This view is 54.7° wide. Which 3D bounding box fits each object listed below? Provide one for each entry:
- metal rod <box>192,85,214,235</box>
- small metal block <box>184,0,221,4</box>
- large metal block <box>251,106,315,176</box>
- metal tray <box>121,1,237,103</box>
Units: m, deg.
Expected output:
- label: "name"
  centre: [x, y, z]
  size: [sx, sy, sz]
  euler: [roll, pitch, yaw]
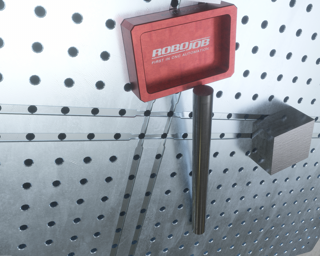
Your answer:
- label: "metal rod"
  centre: [0.061, 0.069, 0.467]
  size: [0.025, 0.025, 0.298]
  euler: [-20, 132, -17]
- label: "small metal block"
  centre: [0.043, -0.164, 0.333]
  size: [0.050, 0.025, 0.050]
  euler: [-5, 121, -26]
- label: "large metal block"
  centre: [0.203, 0.021, 0.518]
  size: [0.081, 0.050, 0.080]
  euler: [-21, 127, -16]
- label: "metal tray"
  centre: [0.027, -0.091, 0.365]
  size: [0.131, 0.030, 0.089]
  euler: [-18, 126, -18]
